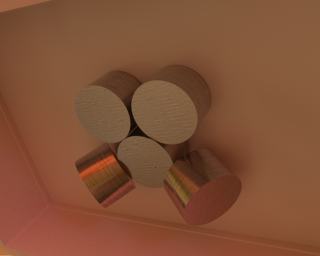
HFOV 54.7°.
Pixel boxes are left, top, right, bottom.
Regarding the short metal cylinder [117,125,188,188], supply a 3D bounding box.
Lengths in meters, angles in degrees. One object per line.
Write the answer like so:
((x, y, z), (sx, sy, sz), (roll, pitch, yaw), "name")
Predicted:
((-0.009, 0.033, 0.412), (0.080, 0.050, 0.079), (13, 124, 20), "short metal cylinder")

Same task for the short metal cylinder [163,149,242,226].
((0.052, 0.072, 0.379), (0.050, 0.081, 0.079), (51, 143, 46), "short metal cylinder")

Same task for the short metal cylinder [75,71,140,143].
((-0.062, -0.028, 0.403), (0.080, 0.050, 0.079), (13, 124, 20), "short metal cylinder")

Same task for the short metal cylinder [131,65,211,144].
((0.014, -0.028, 0.365), (0.080, 0.050, 0.079), (13, 124, 20), "short metal cylinder")

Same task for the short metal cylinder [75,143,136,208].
((-0.077, 0.067, 0.444), (0.050, 0.080, 0.080), (-33, 104, -7), "short metal cylinder")
